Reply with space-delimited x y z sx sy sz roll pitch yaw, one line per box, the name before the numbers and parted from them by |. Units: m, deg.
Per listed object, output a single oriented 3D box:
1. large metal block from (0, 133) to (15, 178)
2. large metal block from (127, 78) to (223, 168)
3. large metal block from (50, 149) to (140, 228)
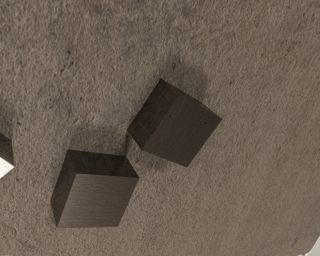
large metal block | -0.204 0.028 0.297 0.080 0.050 0.080 -40 130 -2
large metal block | 0.019 -0.005 0.400 0.080 0.050 0.080 25 104 -37
large metal block | -0.084 0.078 0.394 0.081 0.050 0.079 10 113 -33
